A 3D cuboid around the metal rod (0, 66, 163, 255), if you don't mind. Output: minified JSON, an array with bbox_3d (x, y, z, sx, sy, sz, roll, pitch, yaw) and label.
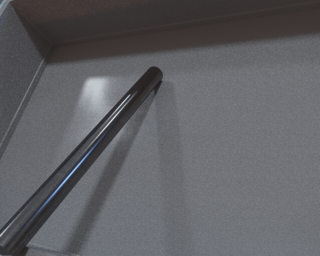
[{"bbox_3d":[-0.068,0.010,0.356,0.025,0.025,0.301,2,38,29],"label":"metal rod"}]
